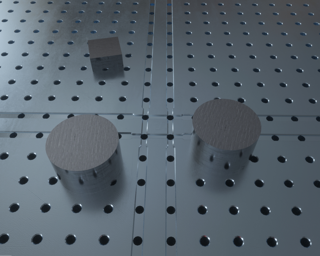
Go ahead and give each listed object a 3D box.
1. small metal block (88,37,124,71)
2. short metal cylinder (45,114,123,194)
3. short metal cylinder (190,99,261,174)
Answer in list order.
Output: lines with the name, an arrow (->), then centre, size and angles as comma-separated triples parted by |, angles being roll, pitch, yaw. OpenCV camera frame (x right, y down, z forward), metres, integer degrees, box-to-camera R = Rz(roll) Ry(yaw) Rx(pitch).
small metal block -> -0.090, -0.123, 0.510 | 0.050, 0.025, 0.050 | -10, 51, -8
short metal cylinder -> -0.087, 0.030, 0.365 | 0.081, 0.050, 0.080 | 0, 50, 0
short metal cylinder -> 0.078, 0.010, 0.384 | 0.080, 0.050, 0.080 | 0, 50, 0
